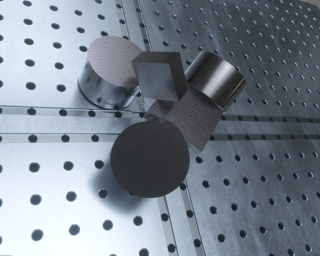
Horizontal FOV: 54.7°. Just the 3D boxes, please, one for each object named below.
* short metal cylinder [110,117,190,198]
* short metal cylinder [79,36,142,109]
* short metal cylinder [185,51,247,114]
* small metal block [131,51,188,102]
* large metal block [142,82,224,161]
[{"bbox_3d":[-0.009,0.029,0.338,0.080,0.050,0.079,0,97,1],"label":"short metal cylinder"},{"bbox_3d":[-0.059,-0.071,0.400,0.081,0.050,0.080,14,56,-21],"label":"short metal cylinder"},{"bbox_3d":[0.073,-0.063,0.437,0.080,0.080,0.050,37,90,-4],"label":"short metal cylinder"},{"bbox_3d":[0.001,-0.060,0.361,0.050,0.050,0.025,10,45,31],"label":"small metal block"},{"bbox_3d":[0.025,-0.010,0.404,0.080,0.050,0.080,38,51,-3],"label":"large metal block"}]
